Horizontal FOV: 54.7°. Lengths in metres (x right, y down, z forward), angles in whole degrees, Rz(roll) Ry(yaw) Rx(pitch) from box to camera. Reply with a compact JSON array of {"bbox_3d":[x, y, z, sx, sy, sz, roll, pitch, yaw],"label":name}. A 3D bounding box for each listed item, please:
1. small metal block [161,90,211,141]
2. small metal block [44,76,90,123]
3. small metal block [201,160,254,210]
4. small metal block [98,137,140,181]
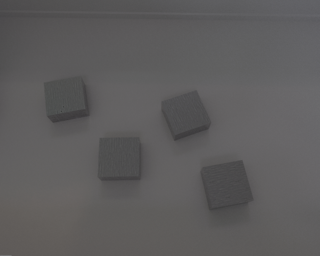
[{"bbox_3d":[0.034,-0.017,0.416,0.050,0.025,0.050,-19,71,-7],"label":"small metal block"},{"bbox_3d":[-0.127,-0.039,0.423,0.050,0.025,0.050,-11,70,-4],"label":"small metal block"},{"bbox_3d":[0.082,0.071,0.384,0.050,0.025,0.050,-10,70,-4],"label":"small metal block"},{"bbox_3d":[-0.051,0.040,0.395,0.050,0.025,0.050,-1,70,-1],"label":"small metal block"}]
